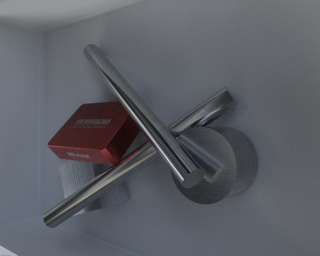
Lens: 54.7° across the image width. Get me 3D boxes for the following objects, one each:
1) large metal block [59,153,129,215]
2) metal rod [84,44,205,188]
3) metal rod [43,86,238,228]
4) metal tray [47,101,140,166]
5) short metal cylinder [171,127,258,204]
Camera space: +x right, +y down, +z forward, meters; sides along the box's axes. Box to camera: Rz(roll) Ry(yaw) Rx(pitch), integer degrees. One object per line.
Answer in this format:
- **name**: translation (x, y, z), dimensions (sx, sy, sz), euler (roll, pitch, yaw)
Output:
- **large metal block**: translation (-0.101, 0.082, 0.466), dimensions (0.080, 0.050, 0.080), euler (-24, 75, 37)
- **metal rod**: translation (-0.039, -0.037, 0.397), dimensions (0.300, 0.025, 0.025), euler (50, 120, 42)
- **metal rod**: translation (-0.037, 0.046, 0.385), dimensions (0.300, 0.025, 0.025), euler (-35, 68, 19)
- **metal tray**: translation (-0.089, 0.004, 0.436), dimensions (0.130, 0.030, 0.090), euler (1, 46, 41)
- **short metal cylinder**: translation (0.058, 0.038, 0.338), dimensions (0.080, 0.050, 0.079), euler (0, 90, 39)
